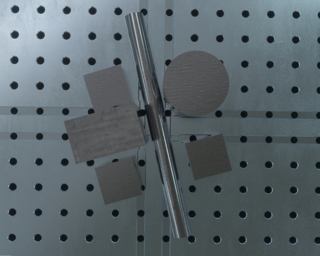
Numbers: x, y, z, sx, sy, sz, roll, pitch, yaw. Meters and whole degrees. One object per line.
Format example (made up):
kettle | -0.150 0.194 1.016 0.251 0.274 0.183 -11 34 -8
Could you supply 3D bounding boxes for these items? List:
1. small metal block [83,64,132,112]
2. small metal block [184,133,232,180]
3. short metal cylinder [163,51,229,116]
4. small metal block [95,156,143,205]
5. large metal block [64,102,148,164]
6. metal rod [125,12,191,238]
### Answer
small metal block | -0.068 -0.052 0.412 0.050 0.025 0.050 -17 90 -1
small metal block | 0.063 0.037 0.414 0.050 0.025 0.050 -15 90 -1
short metal cylinder | 0.044 -0.055 0.401 0.081 0.050 0.079 0 90 -1
small metal block | -0.054 0.069 0.413 0.050 0.025 0.050 -16 90 -1
large metal block | -0.061 0.005 0.384 0.080 0.080 0.050 -15 90 0
metal rod | -0.002 -0.004 0.413 0.025 0.025 0.298 -12 90 0
